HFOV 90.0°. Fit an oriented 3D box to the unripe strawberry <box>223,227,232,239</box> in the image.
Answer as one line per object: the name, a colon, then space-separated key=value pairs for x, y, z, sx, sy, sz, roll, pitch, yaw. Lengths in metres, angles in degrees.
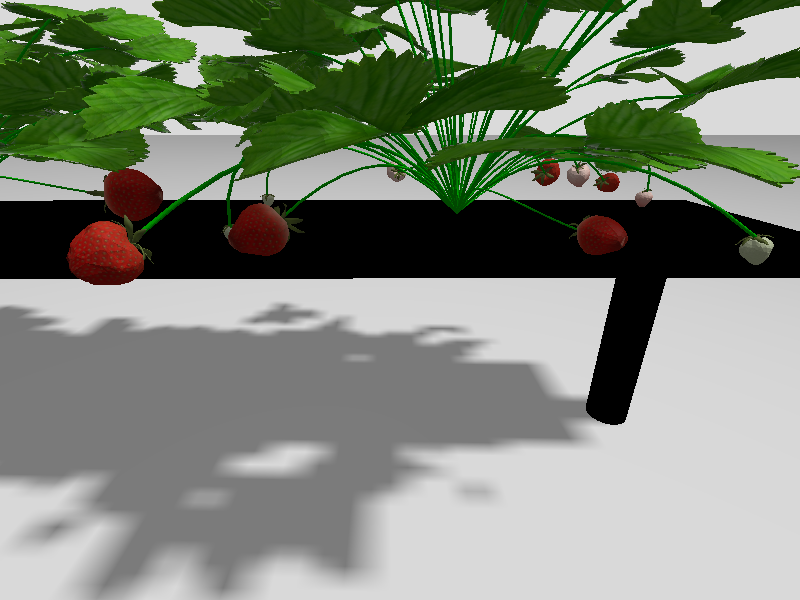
unripe strawberry: x=-0.101 y=-0.040 z=0.243 sx=0.010 sy=0.010 sz=0.009 roll=-17 pitch=29 yaw=-33

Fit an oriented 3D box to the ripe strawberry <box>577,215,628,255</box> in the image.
ripe strawberry: x=0.118 y=-0.037 z=0.232 sx=0.026 sy=0.023 sz=0.026 roll=-13 pitch=28 yaw=-26

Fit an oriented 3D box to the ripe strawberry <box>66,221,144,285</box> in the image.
ripe strawberry: x=-0.139 y=-0.021 z=0.189 sx=0.029 sy=0.030 sz=0.026 roll=-39 pitch=41 yaw=-26

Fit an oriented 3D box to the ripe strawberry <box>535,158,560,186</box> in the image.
ripe strawberry: x=0.183 y=-0.157 z=0.492 sx=0.029 sy=0.032 sz=0.031 roll=18 pitch=27 yaw=35

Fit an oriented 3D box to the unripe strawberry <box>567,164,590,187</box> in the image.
unripe strawberry: x=0.221 y=-0.152 z=0.495 sx=0.026 sy=0.027 sz=0.028 roll=23 pitch=-20 yaw=41

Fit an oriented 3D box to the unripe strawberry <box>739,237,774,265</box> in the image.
unripe strawberry: x=0.201 y=-0.027 z=0.225 sx=0.015 sy=0.015 sz=0.014 roll=-9 pitch=11 yaw=46

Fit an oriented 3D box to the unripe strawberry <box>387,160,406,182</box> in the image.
unripe strawberry: x=-0.006 y=-0.175 z=0.541 sx=0.027 sy=0.028 sz=0.029 roll=-6 pitch=24 yaw=-13

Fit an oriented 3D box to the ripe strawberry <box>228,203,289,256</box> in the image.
ripe strawberry: x=-0.082 y=-0.040 z=0.231 sx=0.033 sy=0.028 sz=0.033 roll=-33 pitch=39 yaw=-31

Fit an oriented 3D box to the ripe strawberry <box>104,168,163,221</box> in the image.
ripe strawberry: x=-0.214 y=-0.086 z=0.327 sx=0.042 sy=0.041 sz=0.039 roll=3 pitch=24 yaw=4

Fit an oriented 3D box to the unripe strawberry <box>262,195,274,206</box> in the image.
unripe strawberry: x=-0.114 y=-0.086 z=0.347 sx=0.010 sy=0.010 sz=0.009 roll=0 pitch=24 yaw=1

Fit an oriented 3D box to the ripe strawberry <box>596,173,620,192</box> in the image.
ripe strawberry: x=0.233 y=-0.131 z=0.446 sx=0.024 sy=0.021 sz=0.024 roll=-1 pitch=21 yaw=-33
